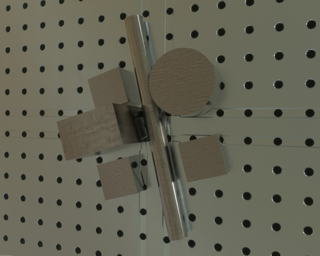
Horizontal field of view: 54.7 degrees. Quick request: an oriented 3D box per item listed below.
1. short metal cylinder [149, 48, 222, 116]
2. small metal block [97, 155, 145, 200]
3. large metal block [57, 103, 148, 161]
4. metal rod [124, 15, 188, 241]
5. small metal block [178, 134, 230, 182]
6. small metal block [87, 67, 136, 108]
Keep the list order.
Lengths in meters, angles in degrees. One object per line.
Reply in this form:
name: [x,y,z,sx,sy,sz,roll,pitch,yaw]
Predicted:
short metal cylinder: [0.033,-0.054,0.387,0.080,0.050,0.079,0,90,19]
small metal block: [-0.054,0.069,0.431,0.050,0.025,0.050,-16,85,19]
large metal block: [-0.072,0.005,0.406,0.080,0.080,0.050,-16,85,19]
metal rod: [-0.006,-0.004,0.413,0.025,0.025,0.298,-13,86,19]
small metal block: [0.055,0.038,0.392,0.050,0.025,0.050,-15,85,19]
small metal block: [-0.068,-0.052,0.435,0.050,0.025,0.050,-18,84,18]
